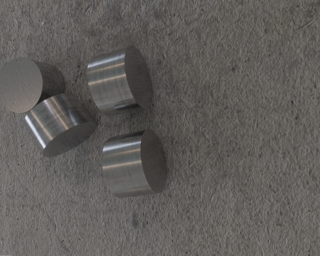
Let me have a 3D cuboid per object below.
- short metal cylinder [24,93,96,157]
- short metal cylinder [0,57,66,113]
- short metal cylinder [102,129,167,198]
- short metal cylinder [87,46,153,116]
[{"bbox_3d":[-0.137,-0.003,0.428,0.080,0.080,0.050,-39,78,16],"label":"short metal cylinder"},{"bbox_3d":[-0.191,-0.061,0.463,0.080,0.050,0.080,0,90,20],"label":"short metal cylinder"},{"bbox_3d":[-0.029,0.045,0.390,0.050,0.080,0.080,-13,86,20],"label":"short metal cylinder"},{"bbox_3d":[-0.049,-0.059,0.397,0.050,0.080,0.080,-11,87,20],"label":"short metal cylinder"}]
